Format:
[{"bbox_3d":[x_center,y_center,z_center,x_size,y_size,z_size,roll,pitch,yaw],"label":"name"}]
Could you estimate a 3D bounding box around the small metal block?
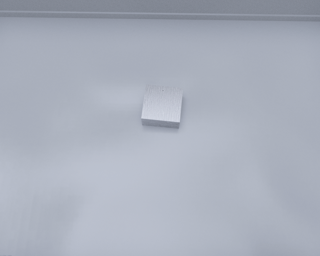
[{"bbox_3d":[0.003,-0.029,0.420,0.050,0.025,0.050,6,70,2],"label":"small metal block"}]
